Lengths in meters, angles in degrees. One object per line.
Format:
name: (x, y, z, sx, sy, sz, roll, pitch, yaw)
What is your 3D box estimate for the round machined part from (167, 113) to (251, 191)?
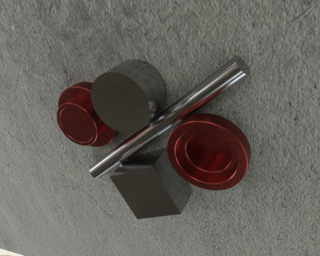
round machined part: (0.062, 0.025, 0.380, 0.098, 0.042, 0.097, 13, 124, 21)

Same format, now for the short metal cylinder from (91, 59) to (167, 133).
short metal cylinder: (-0.038, -0.040, 0.387, 0.080, 0.050, 0.079, 13, 124, 21)

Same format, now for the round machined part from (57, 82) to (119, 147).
round machined part: (-0.107, -0.013, 0.445, 0.098, 0.042, 0.097, 13, 124, 21)

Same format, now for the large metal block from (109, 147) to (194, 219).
large metal block: (-0.011, 0.081, 0.449, 0.080, 0.050, 0.080, -18, 109, 35)

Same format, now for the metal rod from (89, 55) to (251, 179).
metal rod: (-0.009, 0.003, 0.416, 0.025, 0.025, 0.299, 49, 128, -7)
